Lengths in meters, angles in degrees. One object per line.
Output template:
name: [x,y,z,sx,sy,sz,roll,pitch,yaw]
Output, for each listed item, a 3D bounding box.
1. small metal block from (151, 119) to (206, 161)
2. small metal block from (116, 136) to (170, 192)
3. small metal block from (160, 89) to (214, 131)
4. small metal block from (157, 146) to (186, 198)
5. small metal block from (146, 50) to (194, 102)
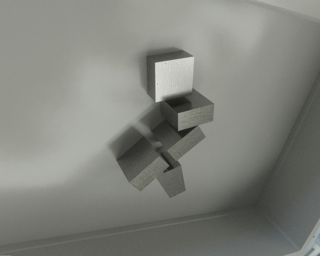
small metal block: [0.024,0.008,0.412,0.050,0.050,0.025,-39,130,-2]
small metal block: [-0.024,0.046,0.410,0.050,0.050,0.025,-42,130,0]
small metal block: [0.034,-0.025,0.397,0.050,0.050,0.025,-16,125,-20]
small metal block: [0.010,0.061,0.438,0.025,0.050,0.050,-23,127,-15]
small metal block: [0.012,-0.063,0.378,0.050,0.025,0.050,-14,124,-21]
